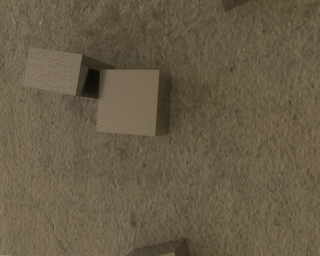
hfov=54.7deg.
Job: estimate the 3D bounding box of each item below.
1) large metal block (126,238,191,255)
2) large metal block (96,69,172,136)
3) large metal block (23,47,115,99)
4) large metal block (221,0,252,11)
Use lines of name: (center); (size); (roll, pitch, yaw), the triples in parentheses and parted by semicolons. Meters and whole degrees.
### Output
large metal block: (0.002, 0.196, 0.394); (0.080, 0.050, 0.080); (-20, 84, 18)
large metal block: (-0.033, -0.033, 0.406); (0.080, 0.050, 0.079); (4, 91, 19)
large metal block: (-0.121, -0.071, 0.421); (0.080, 0.080, 0.050); (12, 94, 19)
large metal block: (0.100, -0.198, 0.360); (0.080, 0.050, 0.080); (-18, 84, 18)
